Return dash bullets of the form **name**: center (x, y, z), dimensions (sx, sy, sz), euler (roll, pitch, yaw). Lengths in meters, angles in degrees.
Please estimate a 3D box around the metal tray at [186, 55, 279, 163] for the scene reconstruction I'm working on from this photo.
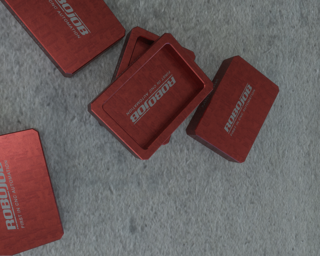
- **metal tray**: center (0.107, -0.026, 0.447), dimensions (0.090, 0.030, 0.130), euler (32, 79, -18)

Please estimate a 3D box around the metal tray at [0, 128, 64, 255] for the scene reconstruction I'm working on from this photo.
- **metal tray**: center (-0.168, 0.072, 0.345), dimensions (0.091, 0.030, 0.129), euler (-14, 95, -20)

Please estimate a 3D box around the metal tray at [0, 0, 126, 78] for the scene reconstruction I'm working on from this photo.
- **metal tray**: center (-0.115, -0.137, 0.364), dimensions (0.090, 0.030, 0.130), euler (-42, 104, -16)

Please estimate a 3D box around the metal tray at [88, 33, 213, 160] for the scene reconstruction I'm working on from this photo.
- **metal tray**: center (-0.009, -0.038, 0.371), dimensions (0.090, 0.030, 0.130), euler (47, 75, -15)

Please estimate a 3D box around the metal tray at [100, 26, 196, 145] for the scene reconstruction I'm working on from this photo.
- **metal tray**: center (-0.016, -0.052, 0.401), dimensions (0.091, 0.030, 0.129), euler (20, 83, -19)
